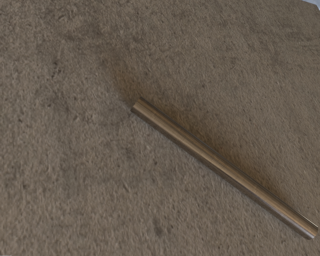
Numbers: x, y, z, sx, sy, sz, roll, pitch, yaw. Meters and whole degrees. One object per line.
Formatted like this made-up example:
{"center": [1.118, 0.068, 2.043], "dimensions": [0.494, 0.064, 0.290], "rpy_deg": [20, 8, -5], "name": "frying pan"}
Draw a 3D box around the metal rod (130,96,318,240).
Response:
{"center": [0.089, 0.056, 0.419], "dimensions": [0.301, 0.025, 0.025], "rpy_deg": [36, 51, -5], "name": "metal rod"}
